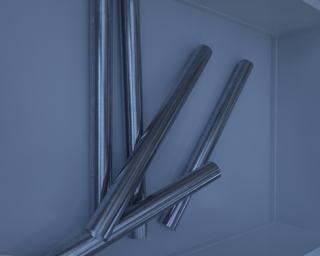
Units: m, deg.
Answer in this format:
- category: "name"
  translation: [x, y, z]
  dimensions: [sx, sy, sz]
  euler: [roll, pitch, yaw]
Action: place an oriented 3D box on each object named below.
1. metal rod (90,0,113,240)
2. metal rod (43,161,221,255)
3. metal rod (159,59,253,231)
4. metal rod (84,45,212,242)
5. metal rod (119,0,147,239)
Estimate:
- category: "metal rod"
  translation: [-0.066, -0.021, 0.350]
  dimensions: [0.025, 0.025, 0.298]
  euler: [0, 90, -40]
- category: "metal rod"
  translation: [-0.052, 0.109, 0.329]
  dimensions: [0.302, 0.025, 0.025]
  euler: [-24, 106, -28]
- category: "metal rod"
  translation: [0.078, 0.012, 0.471]
  dimensions: [0.025, 0.025, 0.300]
  euler: [44, 63, -31]
- category: "metal rod"
  translation: [0.002, -0.005, 0.380]
  dimensions: [0.025, 0.025, 0.301]
  euler: [51, 52, -28]
- category: "metal rod"
  translation: [-0.033, -0.016, 0.378]
  dimensions: [0.025, 0.025, 0.298]
  euler: [-3, 92, -40]
